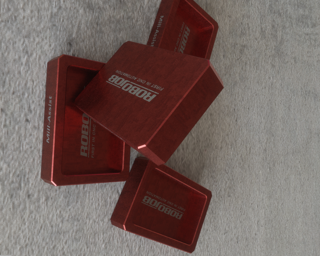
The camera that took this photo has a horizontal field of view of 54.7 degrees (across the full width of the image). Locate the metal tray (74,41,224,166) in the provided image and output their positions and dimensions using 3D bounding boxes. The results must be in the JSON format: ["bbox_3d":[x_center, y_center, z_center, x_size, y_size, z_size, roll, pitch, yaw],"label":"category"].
[{"bbox_3d":[-0.017,-0.032,0.291,0.090,0.130,0.030,-52,133,-9],"label":"metal tray"}]

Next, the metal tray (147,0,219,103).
[{"bbox_3d":[0.029,-0.109,0.427,0.090,0.030,0.130,27,73,-37],"label":"metal tray"}]

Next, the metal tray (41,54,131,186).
[{"bbox_3d":[-0.076,-0.006,0.338,0.091,0.030,0.129,4,87,-40],"label":"metal tray"}]

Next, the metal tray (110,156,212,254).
[{"bbox_3d":[0.008,0.104,0.410,0.130,0.030,0.090,34,69,-35],"label":"metal tray"}]
